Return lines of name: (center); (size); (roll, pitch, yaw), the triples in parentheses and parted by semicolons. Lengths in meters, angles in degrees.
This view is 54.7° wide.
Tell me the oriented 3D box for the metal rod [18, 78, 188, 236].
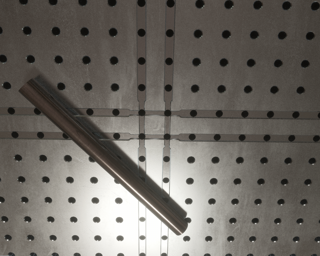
metal rod: (-0.068, 0.049, 0.430); (0.025, 0.025, 0.300); (-41, 106, 13)
